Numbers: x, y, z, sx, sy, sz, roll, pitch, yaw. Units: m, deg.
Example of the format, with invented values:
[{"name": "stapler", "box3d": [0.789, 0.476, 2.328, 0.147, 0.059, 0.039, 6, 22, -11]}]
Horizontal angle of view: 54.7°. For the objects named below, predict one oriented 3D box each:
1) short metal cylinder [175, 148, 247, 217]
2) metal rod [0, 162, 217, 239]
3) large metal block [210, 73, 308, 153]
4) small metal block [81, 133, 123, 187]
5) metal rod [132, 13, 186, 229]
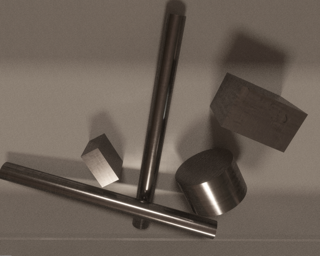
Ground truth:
[{"name": "short metal cylinder", "box3d": [0.067, 0.070, 0.409, 0.080, 0.080, 0.050, -24, 109, 8]}, {"name": "metal rod", "box3d": [-0.071, 0.099, 0.426, 0.302, 0.025, 0.025, 15, 110, 2]}, {"name": "large metal block", "box3d": [0.114, -0.022, 0.376, 0.080, 0.080, 0.050, 22, 109, -8]}, {"name": "small metal block", "box3d": [-0.075, 0.042, 0.412, 0.025, 0.050, 0.050, -27, 108, 9]}, {"name": "metal rod", "box3d": [-0.005, 0.005, 0.413, 0.025, 0.025, 0.298, 8, 110, -4]}]
